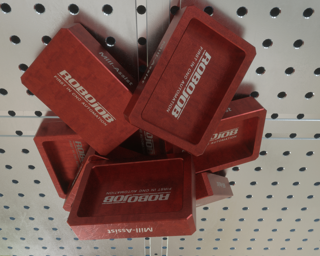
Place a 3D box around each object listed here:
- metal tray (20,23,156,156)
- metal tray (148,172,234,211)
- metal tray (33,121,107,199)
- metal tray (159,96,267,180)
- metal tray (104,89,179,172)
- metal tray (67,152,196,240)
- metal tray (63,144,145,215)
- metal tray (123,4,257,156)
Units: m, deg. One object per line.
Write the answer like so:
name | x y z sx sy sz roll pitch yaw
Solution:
metal tray | -0.079 -0.039 0.352 0.090 0.030 0.130 -38 106 27
metal tray | 0.046 0.096 0.446 0.090 0.030 0.130 -23 160 19
metal tray | -0.115 0.049 0.449 0.090 0.030 0.129 -4 129 2
metal tray | 0.066 0.017 0.399 0.131 0.030 0.090 -15 131 -10
metal tray | -0.019 0.009 0.415 0.090 0.030 0.129 -5 128 1
metal tray | -0.027 0.074 0.347 0.130 0.090 0.030 -6 130 11
metal tray | -0.073 0.081 0.436 0.090 0.030 0.129 21 127 -17
metal tray | 0.031 -0.047 0.325 0.090 0.030 0.130 27 92 -21
